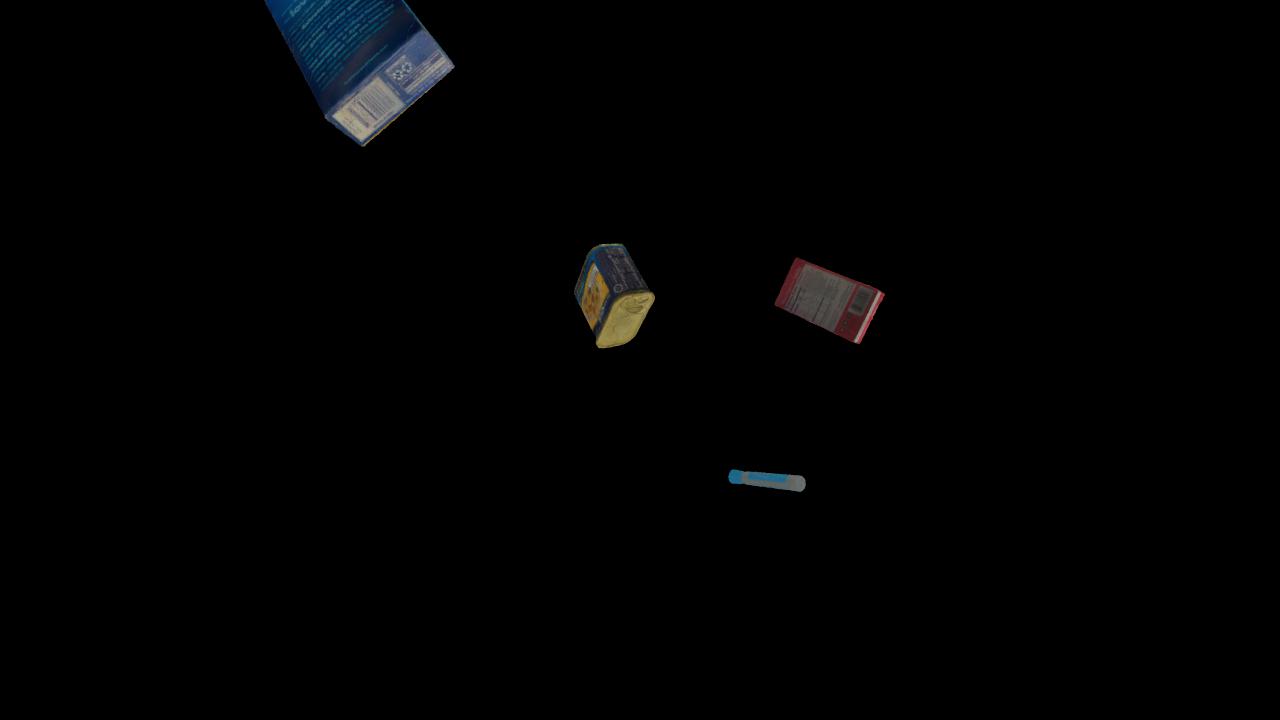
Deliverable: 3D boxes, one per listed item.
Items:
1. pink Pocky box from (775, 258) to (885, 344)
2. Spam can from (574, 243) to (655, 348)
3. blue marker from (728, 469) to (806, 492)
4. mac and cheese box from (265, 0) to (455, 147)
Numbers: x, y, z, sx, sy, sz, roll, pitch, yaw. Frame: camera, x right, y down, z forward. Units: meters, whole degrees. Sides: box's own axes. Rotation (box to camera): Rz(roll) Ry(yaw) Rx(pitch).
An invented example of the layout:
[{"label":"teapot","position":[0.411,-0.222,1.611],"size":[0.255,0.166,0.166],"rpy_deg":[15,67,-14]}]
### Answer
[{"label":"pink Pocky box","position":[0.287,-0.093,0.945],"size":[0.029,0.084,0.155],"rpy_deg":[10,18,-45]},{"label":"Spam can","position":[-0.035,-0.079,0.755],"size":[0.058,0.085,0.101],"rpy_deg":[-11,-31,-31]},{"label":"blue marker","position":[0.154,0.150,0.769],"size":[0.020,0.020,0.121],"rpy_deg":[0,-5,-34]},{"label":"mac and cheese box","position":[-0.219,-0.251,0.468],"size":[0.093,0.184,0.041],"rpy_deg":[-39,-29,7]}]
